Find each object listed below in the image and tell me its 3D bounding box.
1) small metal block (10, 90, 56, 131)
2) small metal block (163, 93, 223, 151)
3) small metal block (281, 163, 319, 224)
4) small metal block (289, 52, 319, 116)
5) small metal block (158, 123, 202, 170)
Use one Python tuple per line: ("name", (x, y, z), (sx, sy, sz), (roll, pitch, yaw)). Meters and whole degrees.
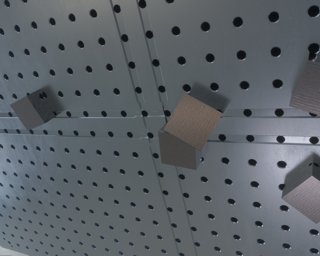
("small metal block", (-0.207, -0.028, 0.504), (0.050, 0.025, 0.050), (-17, 110, 35))
("small metal block", (0.040, -0.006, 0.370), (0.050, 0.025, 0.050), (30, 88, 9))
("small metal block", (0.181, 0.077, 0.363), (0.050, 0.025, 0.050), (36, 129, 4))
("small metal block", (0.161, -0.040, 0.302), (0.050, 0.025, 0.050), (20, 126, 16))
("small metal block", (0.028, 0.024, 0.412), (0.050, 0.025, 0.050), (8, 122, 24))
